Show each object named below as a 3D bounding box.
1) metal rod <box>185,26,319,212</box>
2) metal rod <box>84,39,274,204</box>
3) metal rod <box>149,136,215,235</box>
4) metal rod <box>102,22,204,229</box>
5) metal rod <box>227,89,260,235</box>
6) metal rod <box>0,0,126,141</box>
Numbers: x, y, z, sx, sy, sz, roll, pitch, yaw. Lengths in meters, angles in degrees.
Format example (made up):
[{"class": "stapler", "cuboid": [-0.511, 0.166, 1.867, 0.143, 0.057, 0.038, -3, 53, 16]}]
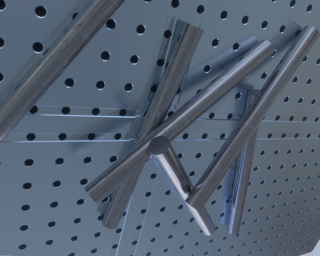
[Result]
[{"class": "metal rod", "cuboid": [0.130, -0.016, 0.430, 0.025, 0.025, 0.300, 40, 83, -39]}, {"class": "metal rod", "cuboid": [0.033, -0.015, 0.392, 0.301, 0.025, 0.025, -40, 130, -12]}, {"class": "metal rod", "cuboid": [0.045, 0.103, 0.461, 0.025, 0.025, 0.300, -35, 141, -5]}, {"class": "metal rod", "cuboid": [-0.017, 0.011, 0.407, 0.025, 0.025, 0.298, 11, 113, -33]}, {"class": "metal rod", "cuboid": [0.143, 0.075, 0.534, 0.025, 0.025, 0.298, -14, 124, -21]}, {"class": "metal rod", "cuboid": [-0.070, -0.105, 0.307, 0.300, 0.025, 0.025, -47, 129, 5]}]
